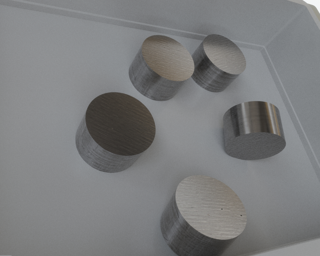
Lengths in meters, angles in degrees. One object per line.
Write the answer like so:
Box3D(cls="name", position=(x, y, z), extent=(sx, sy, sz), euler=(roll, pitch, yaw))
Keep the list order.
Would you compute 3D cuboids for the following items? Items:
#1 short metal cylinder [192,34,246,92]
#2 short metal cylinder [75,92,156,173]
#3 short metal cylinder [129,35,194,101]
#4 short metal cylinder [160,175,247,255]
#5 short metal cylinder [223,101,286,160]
Box3D(cls="short metal cylinder", position=(0.092, -0.105, 0.506), extent=(0.081, 0.050, 0.080), euler=(14, 56, -21))
Box3D(cls="short metal cylinder", position=(-0.052, 0.006, 0.359), extent=(0.081, 0.050, 0.080), euler=(14, 56, -21))
Box3D(cls="short metal cylinder", position=(0.002, -0.085, 0.444), extent=(0.081, 0.050, 0.080), euler=(14, 56, -21))
Box3D(cls="short metal cylinder", position=(0.047, 0.099, 0.341), extent=(0.081, 0.050, 0.080), euler=(14, 38, -11))
Box3D(cls="short metal cylinder", position=(0.132, 0.006, 0.441), extent=(0.081, 0.080, 0.050), euler=(16, 56, -20))
